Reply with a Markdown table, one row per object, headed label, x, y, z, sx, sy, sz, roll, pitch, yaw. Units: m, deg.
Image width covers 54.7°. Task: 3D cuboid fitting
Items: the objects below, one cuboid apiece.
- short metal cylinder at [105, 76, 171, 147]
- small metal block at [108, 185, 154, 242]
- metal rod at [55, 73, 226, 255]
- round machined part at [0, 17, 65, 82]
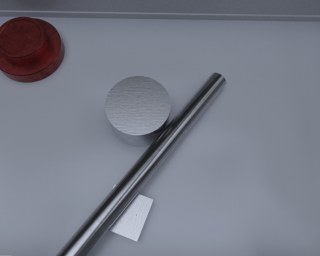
| label | x | y | z | sx | sy | sz | roll | pitch | yaw |
| --- | --- | --- | --- | --- | --- | --- | --- | --- | --- |
| short metal cylinder | -0.027 | -0.020 | 0.404 | 0.081 | 0.050 | 0.080 | 0 | 70 | 0 |
| small metal block | -0.040 | 0.102 | 0.372 | 0.050 | 0.025 | 0.050 | 20 | 71 | 7 |
| metal rod | -0.008 | 0.036 | 0.376 | 0.025 | 0.025 | 0.301 | 36 | 66 | 12 |
| round machined part | -0.192 | -0.118 | 0.441 | 0.099 | 0.042 | 0.098 | 0 | 70 | -1 |
